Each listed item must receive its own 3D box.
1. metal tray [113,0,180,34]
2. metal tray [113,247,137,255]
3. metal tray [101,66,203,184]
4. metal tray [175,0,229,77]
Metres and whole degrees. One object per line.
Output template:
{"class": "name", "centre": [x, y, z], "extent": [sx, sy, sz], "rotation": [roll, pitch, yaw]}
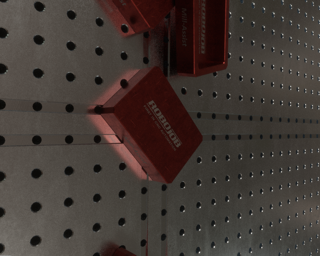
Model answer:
{"class": "metal tray", "centre": [-0.031, -0.196, 0.381], "extent": [0.130, 0.030, 0.090], "rotation": [51, 60, -28]}
{"class": "metal tray", "centre": [-0.048, 0.224, 0.368], "extent": [0.090, 0.030, 0.130], "rotation": [48, 61, -30]}
{"class": "metal tray", "centre": [-0.005, -0.003, 0.404], "extent": [0.090, 0.030, 0.130], "rotation": [-50, 120, -28]}
{"class": "metal tray", "centre": [0.061, -0.143, 0.434], "extent": [0.091, 0.030, 0.129], "rotation": [-23, 117, -46]}
